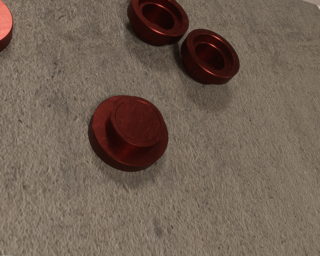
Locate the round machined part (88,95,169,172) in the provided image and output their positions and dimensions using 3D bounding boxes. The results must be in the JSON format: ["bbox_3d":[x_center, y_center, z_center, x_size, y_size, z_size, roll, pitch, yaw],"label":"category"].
[{"bbox_3d":[-0.033,0.000,0.376,0.099,0.042,0.098,14,56,-21],"label":"round machined part"}]

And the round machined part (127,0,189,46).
[{"bbox_3d":[-0.007,-0.170,0.495,0.099,0.042,0.098,14,56,-21],"label":"round machined part"}]

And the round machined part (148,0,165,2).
[{"bbox_3d":[-0.010,-0.264,0.550,0.099,0.042,0.098,14,56,-21],"label":"round machined part"}]

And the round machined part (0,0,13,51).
[{"bbox_3d":[-0.222,-0.131,0.353,0.099,0.042,0.098,14,56,-21],"label":"round machined part"}]

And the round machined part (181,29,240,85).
[{"bbox_3d":[0.077,-0.110,0.503,0.099,0.042,0.098,14,56,-21],"label":"round machined part"}]
